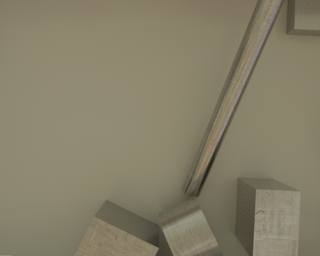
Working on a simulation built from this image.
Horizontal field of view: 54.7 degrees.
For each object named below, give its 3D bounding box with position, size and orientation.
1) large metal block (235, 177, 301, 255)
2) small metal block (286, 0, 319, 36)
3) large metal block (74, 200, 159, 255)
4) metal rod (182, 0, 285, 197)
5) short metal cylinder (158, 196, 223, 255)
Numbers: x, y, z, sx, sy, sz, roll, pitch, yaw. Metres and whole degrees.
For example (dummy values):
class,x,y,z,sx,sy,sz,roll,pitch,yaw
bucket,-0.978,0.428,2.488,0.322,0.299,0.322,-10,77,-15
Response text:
class,x,y,z,sx,sy,sz,roll,pitch,yaw
large metal block,0.130,0.109,0.386,0.050,0.080,0.079,3,90,0
small metal block,0.200,-0.152,0.414,0.050,0.025,0.050,3,90,-1
large metal block,-0.048,0.138,0.383,0.080,0.080,0.050,26,90,0
metal rod,0.085,-0.045,0.355,0.025,0.025,0.298,18,113,-1
short metal cylinder,0.038,0.132,0.385,0.050,0.080,0.080,-25,90,0
